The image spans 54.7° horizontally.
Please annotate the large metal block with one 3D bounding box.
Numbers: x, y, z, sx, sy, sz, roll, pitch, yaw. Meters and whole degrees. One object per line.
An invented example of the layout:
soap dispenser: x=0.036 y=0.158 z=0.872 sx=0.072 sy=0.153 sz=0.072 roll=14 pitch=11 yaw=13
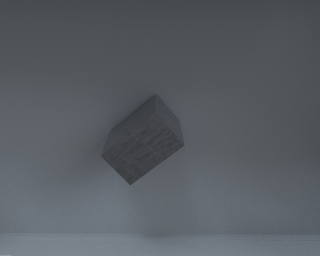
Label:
large metal block: x=-0.020 y=0.011 z=0.383 sx=0.080 sy=0.080 sz=0.050 roll=-38 pitch=106 yaw=12
